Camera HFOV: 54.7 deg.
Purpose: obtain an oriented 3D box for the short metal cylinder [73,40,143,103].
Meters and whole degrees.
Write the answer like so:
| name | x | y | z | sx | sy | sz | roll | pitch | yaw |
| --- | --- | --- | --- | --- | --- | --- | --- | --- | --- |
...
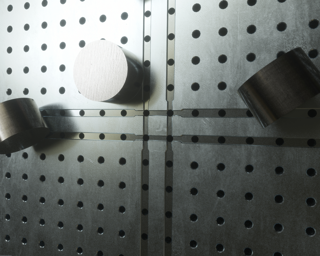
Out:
| name | x | y | z | sx | sy | sz | roll | pitch | yaw |
| --- | --- | --- | --- | --- | --- | --- | --- | --- | --- |
| short metal cylinder | -0.070 | -0.074 | 0.424 | 0.080 | 0.050 | 0.079 | 0 | 90 | 20 |

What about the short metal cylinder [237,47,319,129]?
| name | x | y | z | sx | sy | sz | roll | pitch | yaw |
| --- | --- | --- | --- | --- | --- | --- | --- | --- | --- |
| short metal cylinder | 0.132 | -0.042 | 0.337 | 0.080 | 0.080 | 0.050 | -35 | 79 | 16 |

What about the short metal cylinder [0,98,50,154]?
| name | x | y | z | sx | sy | sz | roll | pitch | yaw |
| --- | --- | --- | --- | --- | --- | --- | --- | --- | --- |
| short metal cylinder | -0.213 | -0.002 | 0.458 | 0.080 | 0.080 | 0.050 | -32 | 80 | 17 |
